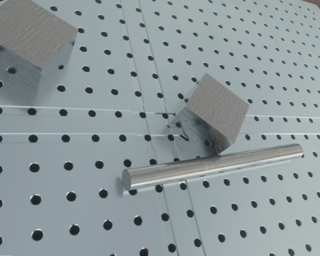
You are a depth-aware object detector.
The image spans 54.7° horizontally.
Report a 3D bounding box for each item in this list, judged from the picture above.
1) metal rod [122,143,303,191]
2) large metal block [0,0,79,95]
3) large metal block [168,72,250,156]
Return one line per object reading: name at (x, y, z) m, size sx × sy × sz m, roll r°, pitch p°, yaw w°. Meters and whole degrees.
metal rod at (0.092, 0.048, 0.428) m, size 0.303 × 0.025 × 0.025 m, roll -5°, pitch 64°, yaw -30°
large metal block at (-0.158, -0.100, 0.368) m, size 0.080 × 0.050 × 0.080 m, roll 31°, pitch 52°, yaw -9°
large metal block at (0.071, -0.019, 0.442) m, size 0.080 × 0.050 × 0.080 m, roll 36°, pitch 51°, yaw -4°
